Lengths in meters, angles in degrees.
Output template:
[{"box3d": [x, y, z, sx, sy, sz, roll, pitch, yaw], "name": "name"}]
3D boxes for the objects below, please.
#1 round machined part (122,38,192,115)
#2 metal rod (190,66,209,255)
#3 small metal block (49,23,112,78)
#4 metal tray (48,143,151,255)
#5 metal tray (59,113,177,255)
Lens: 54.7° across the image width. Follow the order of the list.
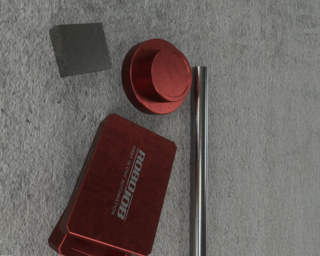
[{"box3d": [0.003, -0.066, 0.398, 0.099, 0.042, 0.097, 0, 90, -40], "name": "round machined part"}, {"box3d": [0.058, 0.061, 0.455, 0.025, 0.025, 0.298, 1, 90, -40], "name": "metal rod"}, {"box3d": [-0.085, -0.084, 0.335, 0.050, 0.025, 0.050, -19, 102, -39], "name": "small metal block"}, {"box3d": [-0.054, 0.091, 0.358, 0.090, 0.030, 0.130, 40, 65, -33], "name": "metal tray"}, {"box3d": [-0.039, 0.060, 0.334, 0.090, 0.030, 0.130, 27, 60, -20], "name": "metal tray"}]
